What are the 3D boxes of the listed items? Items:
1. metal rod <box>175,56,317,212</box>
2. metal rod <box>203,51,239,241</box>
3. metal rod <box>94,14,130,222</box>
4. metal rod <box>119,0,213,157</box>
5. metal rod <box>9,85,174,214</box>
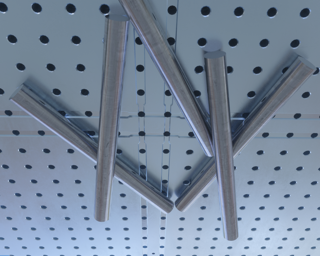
[{"bbox_3d":[0.102,0.029,0.437,0.025,0.025,0.298,20,127,-17],"label":"metal rod"},{"bbox_3d":[0.087,0.044,0.419,0.025,0.025,0.298,-8,121,6],"label":"metal rod"},{"bbox_3d":[-0.066,0.011,0.396,0.025,0.025,0.298,7,123,-6],"label":"metal rod"},{"bbox_3d":[0.009,-0.071,0.351,0.025,0.025,0.299,-21,128,16],"label":"metal rod"},{"bbox_3d":[-0.080,0.046,0.449,0.025,0.025,0.300,-31,124,23],"label":"metal rod"}]
